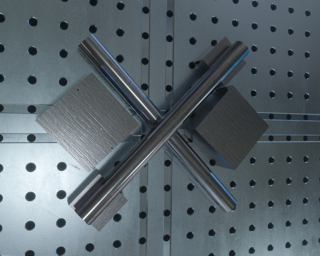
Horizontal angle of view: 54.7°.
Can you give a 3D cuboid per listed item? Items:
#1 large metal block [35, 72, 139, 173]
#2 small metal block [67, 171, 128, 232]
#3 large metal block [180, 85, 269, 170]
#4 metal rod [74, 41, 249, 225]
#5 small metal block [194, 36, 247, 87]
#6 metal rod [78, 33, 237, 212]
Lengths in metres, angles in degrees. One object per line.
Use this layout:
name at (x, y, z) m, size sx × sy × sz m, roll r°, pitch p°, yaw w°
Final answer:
large metal block at (-0.086, -0.006, 0.368) m, size 0.080 × 0.050 × 0.080 m, roll -45°, pitch 104°, yaw -14°
small metal block at (-0.077, 0.090, 0.384) m, size 0.050 × 0.025 × 0.050 m, roll 46°, pitch 76°, yaw -14°
large metal block at (0.089, -0.001, 0.432) m, size 0.080 × 0.050 × 0.080 m, roll 45°, pitch 76°, yaw -15°
metal rod at (0.012, -0.004, 0.390) m, size 0.301 × 0.025 × 0.025 m, roll -47°, pitch 105°, yaw -14°
small metal block at (0.087, -0.093, 0.445) m, size 0.050 × 0.025 × 0.050 m, roll -46°, pitch 104°, yaw -14°
metal rod at (0.005, 0.003, 0.413) m, size 0.025 × 0.025 × 0.300 m, roll -45°, pitch 104°, yaw -14°
